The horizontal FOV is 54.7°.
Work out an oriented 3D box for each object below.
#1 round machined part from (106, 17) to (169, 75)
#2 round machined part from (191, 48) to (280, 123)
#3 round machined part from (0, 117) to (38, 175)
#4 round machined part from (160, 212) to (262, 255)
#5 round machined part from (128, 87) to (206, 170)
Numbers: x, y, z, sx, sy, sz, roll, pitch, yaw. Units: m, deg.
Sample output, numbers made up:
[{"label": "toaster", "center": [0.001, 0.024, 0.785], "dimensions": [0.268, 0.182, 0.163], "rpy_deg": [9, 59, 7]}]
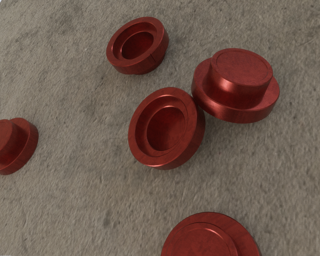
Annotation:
[{"label": "round machined part", "center": [-0.031, -0.122, 0.482], "dimensions": [0.098, 0.042, 0.098], "rpy_deg": [-13, 56, 20]}, {"label": "round machined part", "center": [0.088, -0.054, 0.352], "dimensions": [0.099, 0.042, 0.098], "rpy_deg": [4, 48, -4]}, {"label": "round machined part", "center": [-0.254, 0.024, 0.508], "dimensions": [0.098, 0.042, 0.098], "rpy_deg": [-13, 56, 20]}, {"label": "round machined part", "center": [0.044, 0.127, 0.291], "dimensions": [0.098, 0.042, 0.098], "rpy_deg": [-13, 56, 20]}, {"label": "round machined part", "center": [0.012, 0.003, 0.375], "dimensions": [0.098, 0.042, 0.098], "rpy_deg": [-16, 62, 32]}]
